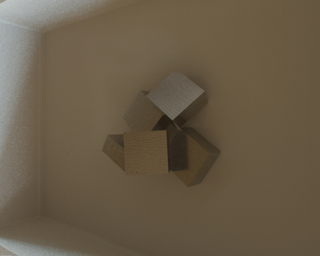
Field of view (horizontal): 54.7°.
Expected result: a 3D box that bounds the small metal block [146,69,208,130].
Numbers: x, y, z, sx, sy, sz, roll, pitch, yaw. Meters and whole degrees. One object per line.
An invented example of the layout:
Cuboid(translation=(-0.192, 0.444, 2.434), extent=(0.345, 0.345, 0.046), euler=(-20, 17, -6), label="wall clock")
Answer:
Cuboid(translation=(0.020, -0.035, 0.372), extent=(0.050, 0.025, 0.050), euler=(-42, 60, -6), label="small metal block")

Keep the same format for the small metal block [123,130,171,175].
Cuboid(translation=(-0.015, 0.029, 0.368), extent=(0.050, 0.025, 0.050), euler=(-3, 87, 7), label="small metal block")

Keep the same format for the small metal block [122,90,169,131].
Cuboid(translation=(-0.016, -0.015, 0.415), extent=(0.050, 0.025, 0.050), euler=(51, 120, 27), label="small metal block")

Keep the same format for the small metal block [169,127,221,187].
Cuboid(translation=(0.036, 0.034, 0.373), extent=(0.050, 0.025, 0.050), euler=(42, 115, 31), label="small metal block")

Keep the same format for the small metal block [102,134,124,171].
Cuboid(translation=(-0.041, 0.032, 0.419), extent=(0.050, 0.050, 0.025), euler=(36, 112, 34), label="small metal block")
